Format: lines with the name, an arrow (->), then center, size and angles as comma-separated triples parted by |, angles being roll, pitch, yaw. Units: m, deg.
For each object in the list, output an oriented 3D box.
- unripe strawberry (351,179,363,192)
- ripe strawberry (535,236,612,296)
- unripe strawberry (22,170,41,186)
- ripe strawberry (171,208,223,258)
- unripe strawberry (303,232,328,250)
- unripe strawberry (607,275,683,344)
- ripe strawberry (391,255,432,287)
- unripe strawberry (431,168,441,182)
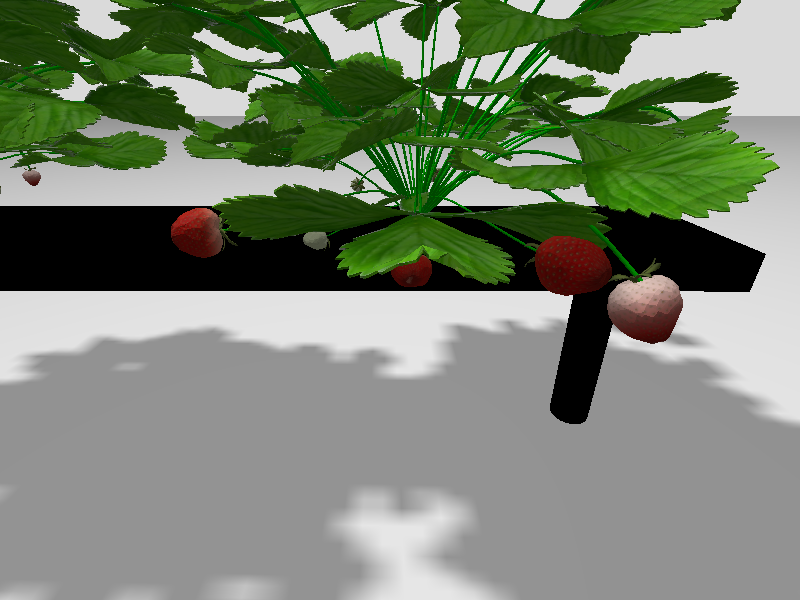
unripe strawberry -> -0.052, -0.136, 0.478 | 0.015, 0.015, 0.016 | -12, 10, -23
ripe strawberry -> 0.094, -0.018, 0.216 | 0.038, 0.033, 0.038 | -13, 30, -25
unripe strawberry -> -0.477, -0.158, 0.519 | 0.018, 0.019, 0.019 | -6, 27, -11
ripe strawberry -> -0.137, -0.045, 0.271 | 0.032, 0.033, 0.029 | -15, 30, -26
unripe strawberry -> -0.061, -0.043, 0.287 | 0.016, 0.016, 0.017 | -24, 35, -38
unripe strawberry -> 0.112, 0.005, 0.181 | 0.028, 0.030, 0.030 | -13, -5, -24
ripe strawberry -> 0.006, -0.017, 0.227 | 0.024, 0.021, 0.024 | 2, 32, 3
unripe strawberry -> 0.048, -0.164, 0.529 | 0.021, 0.018, 0.021 | 4, -6, 8
